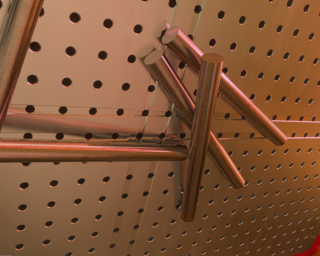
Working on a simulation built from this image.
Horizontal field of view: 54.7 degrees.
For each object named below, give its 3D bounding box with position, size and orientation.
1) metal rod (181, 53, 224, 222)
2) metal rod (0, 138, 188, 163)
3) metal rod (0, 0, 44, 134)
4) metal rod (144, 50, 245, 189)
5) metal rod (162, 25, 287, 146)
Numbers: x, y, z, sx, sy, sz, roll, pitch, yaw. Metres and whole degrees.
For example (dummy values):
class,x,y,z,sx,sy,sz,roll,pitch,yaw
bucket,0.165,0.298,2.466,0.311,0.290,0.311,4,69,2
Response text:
class,x,y,z,sx,sy,sz,roll,pitch,yaw
metal rod,0.053,0.037,0.439,0.025,0.025,0.298,-15,133,-20
metal rod,-0.086,0.027,0.361,0.302,0.025,0.025,4,117,-38
metal rod,-0.151,-0.049,0.298,0.025,0.025,0.298,15,111,-35
metal rod,0.065,0.007,0.453,0.025,0.025,0.300,-40,130,-1
metal rod,0.111,-0.043,0.446,0.301,0.025,0.025,33,100,-39
